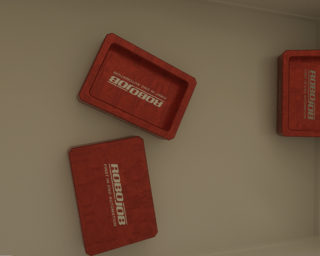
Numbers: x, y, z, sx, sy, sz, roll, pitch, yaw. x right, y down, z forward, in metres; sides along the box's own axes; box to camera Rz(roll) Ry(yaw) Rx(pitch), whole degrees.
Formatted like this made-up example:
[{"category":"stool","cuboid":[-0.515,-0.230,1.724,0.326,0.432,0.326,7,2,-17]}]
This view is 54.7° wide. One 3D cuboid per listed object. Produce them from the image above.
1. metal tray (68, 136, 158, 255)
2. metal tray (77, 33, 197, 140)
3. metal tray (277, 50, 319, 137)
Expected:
[{"category":"metal tray","cuboid":[-0.058,0.080,0.386,0.091,0.030,0.129,-10,94,-20]},{"category":"metal tray","cuboid":[-0.027,-0.049,0.397,0.131,0.030,0.090,25,82,-18]},{"category":"metal tray","cuboid":[0.229,-0.051,0.472,0.090,0.030,0.129,1,90,6]}]
